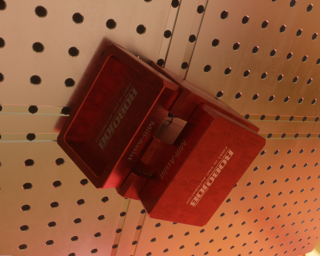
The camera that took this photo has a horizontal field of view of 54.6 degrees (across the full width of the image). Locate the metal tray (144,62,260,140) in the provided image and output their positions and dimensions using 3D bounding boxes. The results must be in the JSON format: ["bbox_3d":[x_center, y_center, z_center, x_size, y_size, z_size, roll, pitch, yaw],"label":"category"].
[{"bbox_3d":[0.050,-0.027,0.378,0.131,0.090,0.030,22,107,-36],"label":"metal tray"}]

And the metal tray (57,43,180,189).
[{"bbox_3d":[-0.049,-0.012,0.331,0.030,0.090,0.129,12,114,-57],"label":"metal tray"}]

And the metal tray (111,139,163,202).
[{"bbox_3d":[-0.007,0.060,0.401,0.131,0.090,0.030,23,106,-37],"label":"metal tray"}]

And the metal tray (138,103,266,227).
[{"bbox_3d":[0.047,0.046,0.344,0.090,0.030,0.129,23,106,-36],"label":"metal tray"}]

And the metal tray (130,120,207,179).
[{"bbox_3d":[0.018,0.022,0.391,0.131,0.090,0.030,21,106,-37],"label":"metal tray"}]
